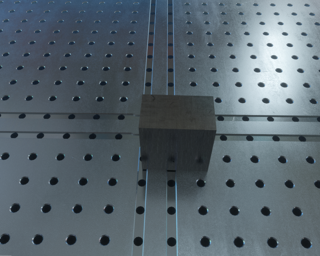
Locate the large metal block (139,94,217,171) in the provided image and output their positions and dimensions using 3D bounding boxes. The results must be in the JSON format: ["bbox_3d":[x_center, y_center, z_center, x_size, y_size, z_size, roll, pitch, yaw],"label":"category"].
[{"bbox_3d":[0.019,0.007,0.366,0.080,0.080,0.050,2,50,1],"label":"large metal block"}]
